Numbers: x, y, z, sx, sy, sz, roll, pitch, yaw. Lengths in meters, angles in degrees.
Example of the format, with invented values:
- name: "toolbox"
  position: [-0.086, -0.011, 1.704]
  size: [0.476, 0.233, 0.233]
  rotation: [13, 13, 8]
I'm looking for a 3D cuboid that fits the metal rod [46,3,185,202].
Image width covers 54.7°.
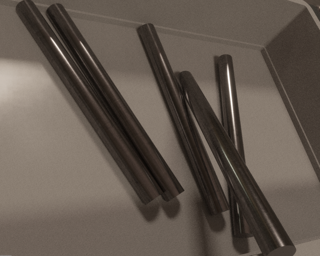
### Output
- name: "metal rod"
  position: [-0.063, -0.041, 0.397]
  size: [0.025, 0.025, 0.299]
  rotation: [-25, 76, -37]

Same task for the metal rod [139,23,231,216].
- name: "metal rod"
  position: [0.027, -0.026, 0.437]
  size: [0.025, 0.025, 0.299]
  rotation: [-7, 65, -32]

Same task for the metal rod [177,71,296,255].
- name: "metal rod"
  position: [0.066, 0.011, 0.359]
  size: [0.025, 0.025, 0.300]
  rotation: [13, 32, -22]

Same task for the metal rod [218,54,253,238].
- name: "metal rod"
  position: [0.109, 0.006, 0.462]
  size: [0.025, 0.025, 0.299]
  rotation: [15, 55, -20]

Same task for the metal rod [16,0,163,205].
- name: "metal rod"
  position: [-0.092, -0.039, 0.380]
  size: [0.025, 0.025, 0.299]
  rotation: [-27, 77, -37]
